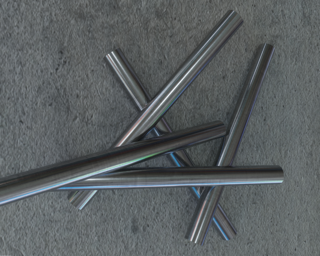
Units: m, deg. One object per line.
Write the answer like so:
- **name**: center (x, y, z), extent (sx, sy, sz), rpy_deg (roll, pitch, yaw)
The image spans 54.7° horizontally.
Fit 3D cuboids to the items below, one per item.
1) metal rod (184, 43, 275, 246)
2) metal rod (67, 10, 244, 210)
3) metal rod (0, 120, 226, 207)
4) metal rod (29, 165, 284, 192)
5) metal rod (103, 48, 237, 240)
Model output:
- **metal rod**: center (0.102, 0.011, 0.428), extent (0.025, 0.025, 0.300), rpy_deg (29, 74, -18)
- **metal rod**: center (-0.004, -0.024, 0.378), extent (0.025, 0.025, 0.300), rpy_deg (41, 88, -16)
- **metal rod**: center (-0.042, 0.032, 0.346), extent (0.303, 0.025, 0.025), rpy_deg (-14, 95, -33)
- **metal rod**: center (0.008, 0.059, 0.368), extent (0.302, 0.025, 0.025), rpy_deg (1, 90, -15)
- **metal rod**: center (0.020, 0.029, 0.416), extent (0.025, 0.025, 0.299), rpy_deg (-36, 102, -16)
